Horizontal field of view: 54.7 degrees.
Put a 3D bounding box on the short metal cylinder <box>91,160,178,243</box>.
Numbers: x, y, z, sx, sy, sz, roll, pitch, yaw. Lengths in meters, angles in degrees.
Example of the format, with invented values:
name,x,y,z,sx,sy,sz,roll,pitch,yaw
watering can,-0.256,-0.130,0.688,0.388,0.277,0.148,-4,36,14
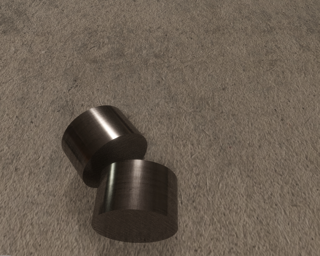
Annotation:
name,x,y,z,sx,sy,sz,roll,pitch,yaw
short metal cylinder,-0.023,0.074,0.305,0.081,0.080,0.050,1,50,1

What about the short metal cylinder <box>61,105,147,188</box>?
name,x,y,z,sx,sy,sz,roll,pitch,yaw
short metal cylinder,-0.062,0.021,0.349,0.081,0.080,0.050,-29,56,-23
